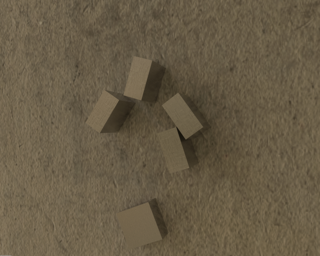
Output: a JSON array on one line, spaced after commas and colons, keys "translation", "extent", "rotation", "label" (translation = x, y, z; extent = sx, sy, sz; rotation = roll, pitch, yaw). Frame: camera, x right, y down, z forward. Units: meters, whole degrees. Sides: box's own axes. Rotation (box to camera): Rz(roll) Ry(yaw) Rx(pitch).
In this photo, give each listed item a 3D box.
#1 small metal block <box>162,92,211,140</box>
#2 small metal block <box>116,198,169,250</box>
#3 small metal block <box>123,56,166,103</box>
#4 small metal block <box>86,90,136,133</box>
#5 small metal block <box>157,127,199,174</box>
[{"translation": [0.034, -0.014, 0.383], "extent": [0.025, 0.050, 0.050], "rotation": [-38, 78, 16], "label": "small metal block"}, {"translation": [-0.024, 0.128, 0.416], "extent": [0.050, 0.025, 0.050], "rotation": [-24, 82, 18], "label": "small metal block"}, {"translation": [-0.019, -0.061, 0.401], "extent": [0.025, 0.050, 0.050], "rotation": [18, 96, 19], "label": "small metal block"}, {"translation": [-0.065, -0.021, 0.418], "extent": [0.025, 0.050, 0.050], "rotation": [35, 101, 16], "label": "small metal block"}, {"translation": [0.024, 0.026, 0.387], "extent": [0.025, 0.050, 0.050], "rotation": [-20, 84, 19], "label": "small metal block"}]
